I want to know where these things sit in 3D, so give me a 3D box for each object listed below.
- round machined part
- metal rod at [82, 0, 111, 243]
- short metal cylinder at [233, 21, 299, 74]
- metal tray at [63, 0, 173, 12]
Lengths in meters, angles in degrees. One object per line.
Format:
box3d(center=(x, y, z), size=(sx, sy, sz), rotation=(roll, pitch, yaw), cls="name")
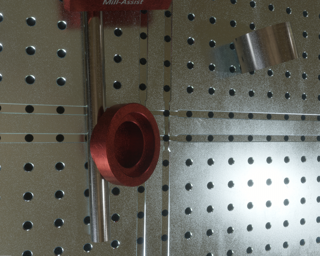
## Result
box3d(center=(-0.045, 0.020, 0.372), size=(0.099, 0.042, 0.097), rotation=(3, 87, -55), cls="round machined part")
box3d(center=(-0.079, -0.011, 0.384), size=(0.025, 0.025, 0.298), rotation=(-2, 91, -20), cls="metal rod")
box3d(center=(0.150, -0.112, 0.440), size=(0.081, 0.080, 0.050), rotation=(-19, 97, -19), cls="short metal cylinder")
box3d(center=(-0.054, -0.187, 0.372), size=(0.131, 0.030, 0.090), rotation=(-9, 71, -20), cls="metal tray")
